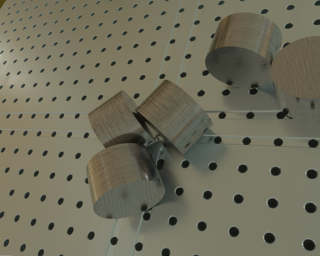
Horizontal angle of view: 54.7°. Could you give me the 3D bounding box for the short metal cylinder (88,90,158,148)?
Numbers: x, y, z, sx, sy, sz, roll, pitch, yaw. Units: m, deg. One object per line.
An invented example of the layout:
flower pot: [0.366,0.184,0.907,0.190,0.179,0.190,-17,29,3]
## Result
short metal cylinder: [-0.046,-0.002,0.398,0.050,0.080,0.080,-34,51,6]

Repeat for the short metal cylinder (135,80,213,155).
short metal cylinder: [0.016,-0.012,0.372,0.050,0.080,0.080,-46,51,-4]

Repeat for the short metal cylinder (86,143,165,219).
short metal cylinder: [-0.040,0.062,0.356,0.080,0.080,0.050,-30,52,9]

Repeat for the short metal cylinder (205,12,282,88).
short metal cylinder: [0.101,-0.092,0.376,0.080,0.080,0.050,8,66,32]

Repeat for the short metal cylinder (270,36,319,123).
short metal cylinder: [0.166,-0.052,0.337,0.080,0.050,0.080,-13,56,21]
